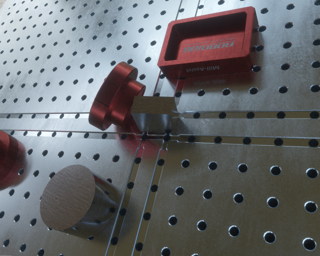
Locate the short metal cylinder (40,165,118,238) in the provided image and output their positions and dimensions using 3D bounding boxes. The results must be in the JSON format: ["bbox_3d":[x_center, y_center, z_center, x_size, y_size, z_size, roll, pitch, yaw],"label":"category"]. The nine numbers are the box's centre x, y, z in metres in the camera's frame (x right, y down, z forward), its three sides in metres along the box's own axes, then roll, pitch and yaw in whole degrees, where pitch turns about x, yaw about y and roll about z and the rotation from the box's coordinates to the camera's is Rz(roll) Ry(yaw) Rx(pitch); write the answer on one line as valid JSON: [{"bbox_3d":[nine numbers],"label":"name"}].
[{"bbox_3d":[-0.100,0.092,0.388,0.080,0.050,0.080,-13,56,21],"label":"short metal cylinder"}]

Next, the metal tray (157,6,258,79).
[{"bbox_3d":[0.068,-0.120,0.442,0.130,0.030,0.090,-1,61,27],"label":"metal tray"}]

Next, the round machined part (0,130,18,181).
[{"bbox_3d":[-0.294,0.047,0.524,0.098,0.042,0.098,-13,56,21],"label":"round machined part"}]

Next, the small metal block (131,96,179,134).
[{"bbox_3d":[-0.005,-0.016,0.398,0.050,0.050,0.025,3,63,13],"label":"small metal block"}]

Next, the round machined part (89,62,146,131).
[{"bbox_3d":[-0.053,-0.038,0.425,0.042,0.098,0.098,29,75,1],"label":"round machined part"}]
